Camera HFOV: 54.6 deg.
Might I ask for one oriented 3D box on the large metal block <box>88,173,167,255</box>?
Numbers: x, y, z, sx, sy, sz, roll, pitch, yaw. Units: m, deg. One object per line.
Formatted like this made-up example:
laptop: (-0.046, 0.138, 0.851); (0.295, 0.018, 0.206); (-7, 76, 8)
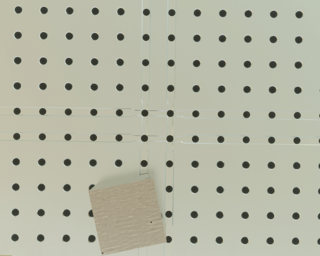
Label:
large metal block: (-0.039, 0.108, 0.401); (0.080, 0.050, 0.080); (-12, 90, 0)
